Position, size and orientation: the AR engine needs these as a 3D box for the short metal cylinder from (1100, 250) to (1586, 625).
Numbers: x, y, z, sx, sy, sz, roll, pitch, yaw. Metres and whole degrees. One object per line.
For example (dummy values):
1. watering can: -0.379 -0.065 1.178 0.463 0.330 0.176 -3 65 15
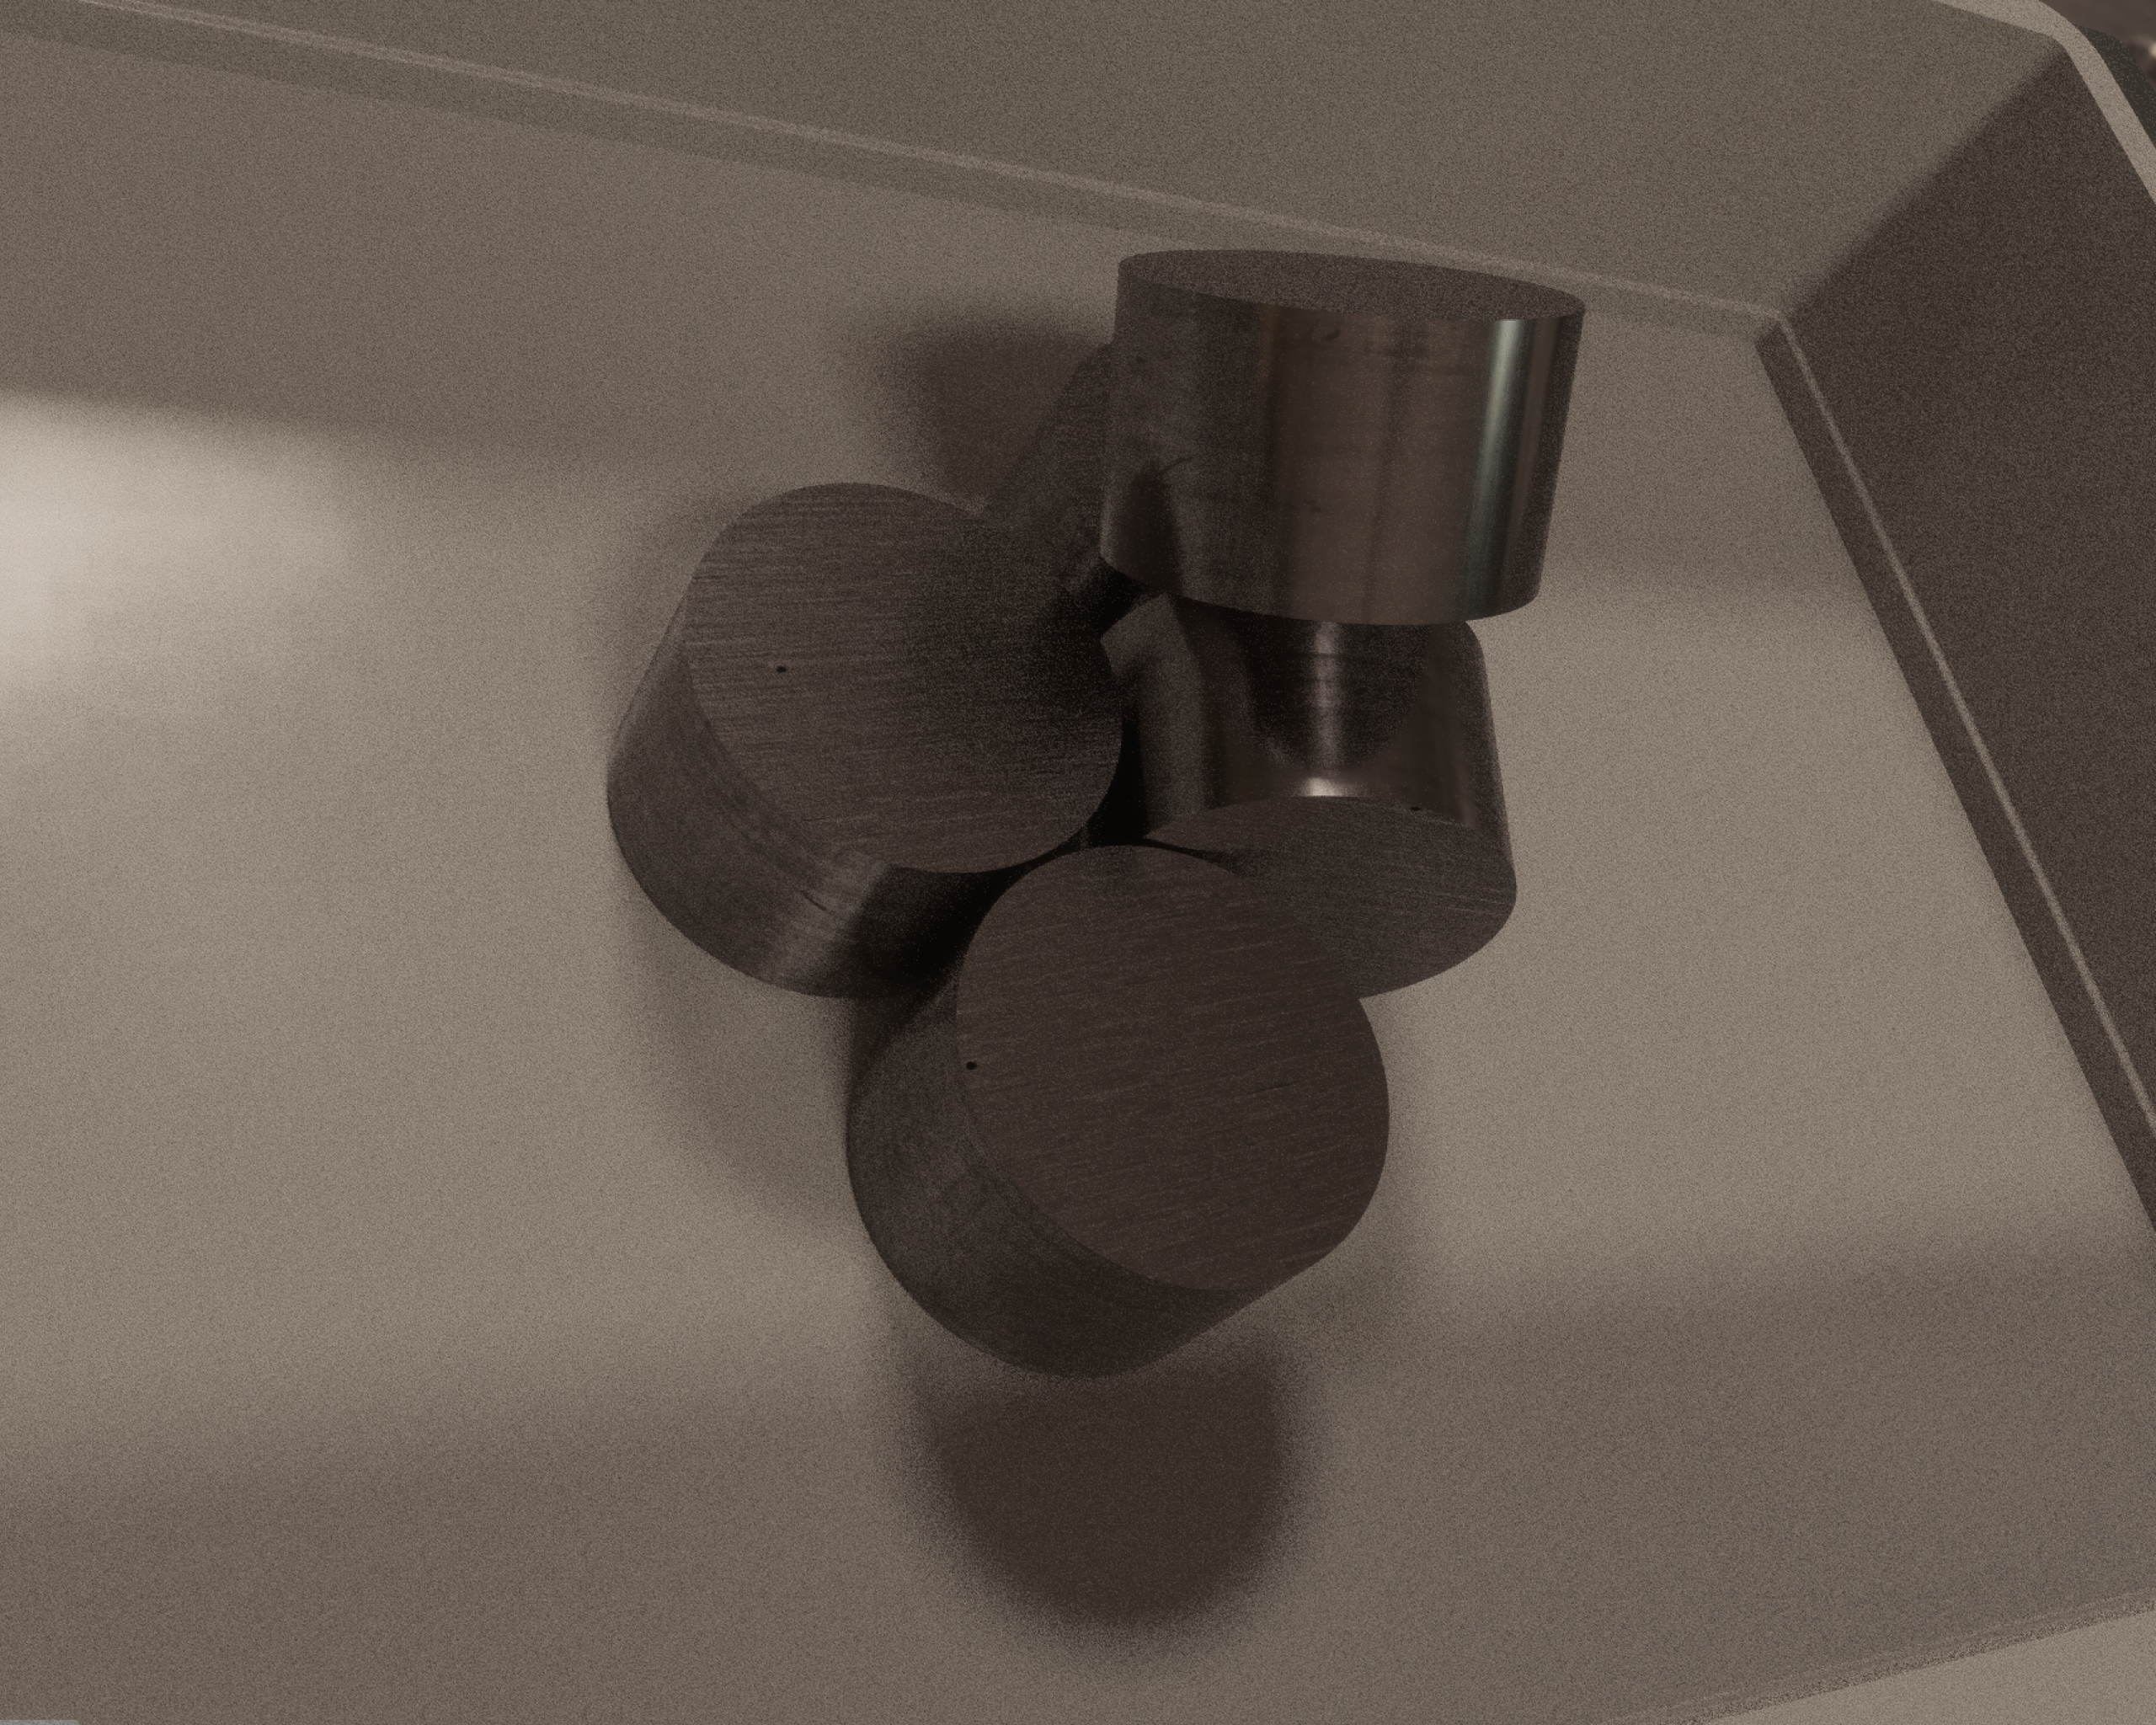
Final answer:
1. short metal cylinder: 0.045 -0.078 0.371 0.081 0.050 0.080 4 23 -1

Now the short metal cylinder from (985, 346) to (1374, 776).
1. short metal cylinder: 0.022 -0.064 0.440 0.081 0.050 0.080 14 56 -21

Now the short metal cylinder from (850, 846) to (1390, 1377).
1. short metal cylinder: 0.007 0.044 0.365 0.081 0.050 0.080 14 56 -21

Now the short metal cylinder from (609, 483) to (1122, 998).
1. short metal cylinder: -0.039 -0.022 0.380 0.081 0.050 0.080 14 56 -21

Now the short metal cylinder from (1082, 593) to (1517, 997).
1. short metal cylinder: 0.040 -0.012 0.400 0.081 0.080 0.050 13 57 -22
